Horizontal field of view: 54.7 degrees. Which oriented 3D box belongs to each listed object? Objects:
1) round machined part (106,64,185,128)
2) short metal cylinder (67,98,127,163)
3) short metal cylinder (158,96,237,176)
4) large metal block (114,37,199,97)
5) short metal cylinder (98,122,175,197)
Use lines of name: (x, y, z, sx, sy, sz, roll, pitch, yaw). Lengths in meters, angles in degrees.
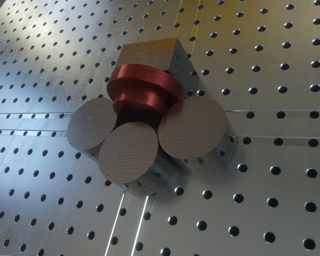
round machined part: (-0.021, -0.034, 0.391, 0.098, 0.098, 0.042, 2, 62, 29)
short metal cylinder: (-0.081, 0.005, 0.432, 0.080, 0.050, 0.080, -13, 56, 21)
short metal cylinder: (0.045, 0.010, 0.363, 0.080, 0.050, 0.080, -13, 56, 21)
large metal block: (-0.003, -0.071, 0.417, 0.080, 0.080, 0.050, 1, 62, 28)
short metal cylinder: (-0.028, 0.039, 0.384, 0.080, 0.050, 0.080, -13, 56, 21)
